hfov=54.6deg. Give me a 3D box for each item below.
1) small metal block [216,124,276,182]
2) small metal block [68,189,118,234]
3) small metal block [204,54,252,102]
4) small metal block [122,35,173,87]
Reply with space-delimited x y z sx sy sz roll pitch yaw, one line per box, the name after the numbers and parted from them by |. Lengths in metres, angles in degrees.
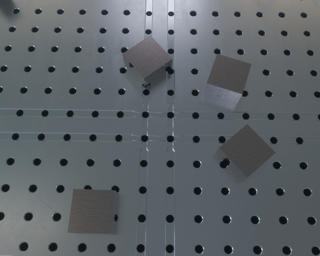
0.110 0.032 0.401 0.050 0.025 0.050 -38 74 -13 | small metal block
-0.080 0.101 0.374 0.050 0.025 0.050 2 70 1 | small metal block
0.096 -0.071 0.438 0.050 0.025 0.050 19 71 6 | small metal block
-0.018 -0.097 0.447 0.050 0.025 0.050 -37 74 -12 | small metal block
